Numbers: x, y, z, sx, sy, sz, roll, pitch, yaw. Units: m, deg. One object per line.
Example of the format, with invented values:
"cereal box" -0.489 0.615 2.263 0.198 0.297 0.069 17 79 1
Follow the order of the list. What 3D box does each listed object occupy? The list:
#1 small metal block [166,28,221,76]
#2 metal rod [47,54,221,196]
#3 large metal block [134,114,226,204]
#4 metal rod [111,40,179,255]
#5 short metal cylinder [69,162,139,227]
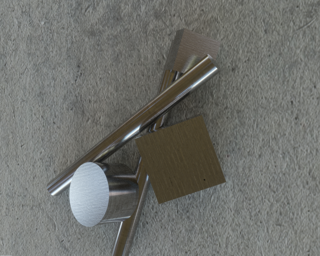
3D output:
"small metal block" 0.041 -0.089 0.382 0.050 0.025 0.050 14 96 -21
"metal rod" -0.049 0.009 0.409 0.299 0.025 0.025 -37 78 23
"large metal block" 0.025 0.034 0.372 0.080 0.050 0.080 -20 93 6
"metal rod" -0.014 0.033 0.414 0.025 0.025 0.298 18 96 19
"short metal cylinder" -0.075 0.086 0.410 0.080 0.050 0.080 -7 79 39
